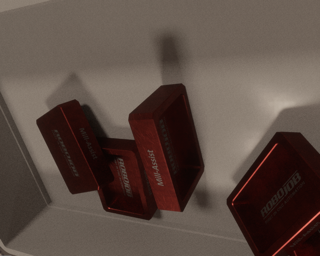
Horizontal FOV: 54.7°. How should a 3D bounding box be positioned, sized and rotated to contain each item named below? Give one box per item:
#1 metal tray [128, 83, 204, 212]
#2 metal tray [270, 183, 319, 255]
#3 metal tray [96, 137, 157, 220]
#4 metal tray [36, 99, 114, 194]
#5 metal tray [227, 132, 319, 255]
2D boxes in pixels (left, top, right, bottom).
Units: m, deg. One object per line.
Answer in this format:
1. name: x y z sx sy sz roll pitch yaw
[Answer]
1. metal tray: 0.014 0.023 0.372 0.030 0.090 0.129 -2 118 29
2. metal tray: 0.178 0.120 0.325 0.030 0.130 0.089 5 146 -29
3. metal tray: -0.058 0.079 0.483 0.090 0.030 0.129 3 120 26
4. metal tray: -0.129 0.032 0.463 0.090 0.030 0.129 -20 96 46
5. metal tray: 0.133 0.079 0.345 0.030 0.090 0.129 3 131 -26
